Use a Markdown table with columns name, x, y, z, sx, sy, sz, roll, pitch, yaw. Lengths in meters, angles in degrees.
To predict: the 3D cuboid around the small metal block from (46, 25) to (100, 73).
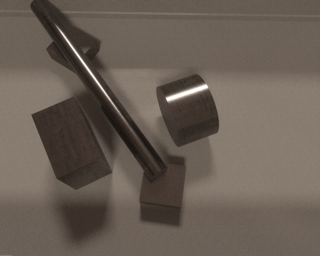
| name | x | y | z | sx | sy | sz | roll | pitch | yaw |
| --- | --- | --- | --- | --- | --- | --- | --- | --- | --- |
| small metal block | -0.126 | -0.113 | 0.450 | 0.050 | 0.025 | 0.050 | 32 | 73 | 10 |

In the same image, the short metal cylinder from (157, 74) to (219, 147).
| name | x | y | z | sx | sy | sz | roll | pitch | yaw |
| --- | --- | --- | --- | --- | --- | --- | --- | --- | --- |
| short metal cylinder | 0.033 | -0.022 | 0.389 | 0.050 | 0.080 | 0.080 | -20 | 72 | -7 |

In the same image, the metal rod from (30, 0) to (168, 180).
| name | x | y | z | sx | sy | sz | roll | pitch | yaw |
| --- | --- | --- | --- | --- | --- | --- | --- | --- | --- |
| metal rod | -0.088 | -0.061 | 0.404 | 0.025 | 0.025 | 0.299 | -34 | 74 | -12 |

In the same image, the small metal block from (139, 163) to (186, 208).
| name | x | y | z | sx | sy | sz | roll | pitch | yaw |
| --- | --- | --- | --- | --- | --- | --- | --- | --- | --- |
| small metal block | 0.004 | 0.071 | 0.384 | 0.050 | 0.025 | 0.050 | 8 | 70 | 2 |

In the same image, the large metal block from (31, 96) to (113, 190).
| name | x | y | z | sx | sy | sz | roll | pitch | yaw |
| --- | --- | --- | --- | --- | --- | --- | --- | --- | --- |
| large metal block | -0.102 | 0.022 | 0.371 | 0.050 | 0.080 | 0.080 | -25 | 72 | -9 |
